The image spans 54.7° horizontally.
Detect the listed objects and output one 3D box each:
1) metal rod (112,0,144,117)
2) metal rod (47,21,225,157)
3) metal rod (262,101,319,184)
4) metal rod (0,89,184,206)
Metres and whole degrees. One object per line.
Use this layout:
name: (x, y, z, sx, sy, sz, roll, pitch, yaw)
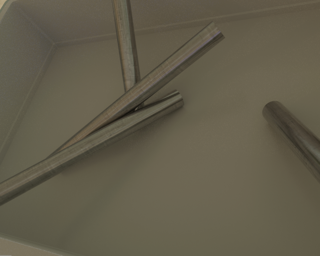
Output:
metal rod: (-0.052, -0.161, 0.424, 0.025, 0.025, 0.298, -6, 94, 25)
metal rod: (-0.045, -0.031, 0.410, 0.300, 0.025, 0.025, -36, 50, 19)
metal rod: (0.136, 0.047, 0.218, 0.025, 0.025, 0.300, -28, 24, 11)
metal rod: (-0.103, 0.031, 0.391, 0.302, 0.025, 0.025, -29, 50, -11)
